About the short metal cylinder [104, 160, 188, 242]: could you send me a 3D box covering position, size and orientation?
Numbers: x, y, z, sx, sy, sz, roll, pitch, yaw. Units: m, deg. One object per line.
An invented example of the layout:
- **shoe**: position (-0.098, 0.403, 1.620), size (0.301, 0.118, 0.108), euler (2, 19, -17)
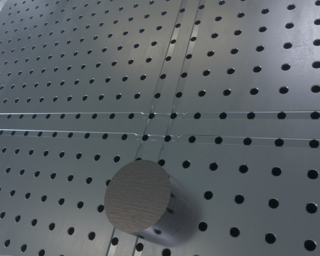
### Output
- **short metal cylinder**: position (-0.015, 0.082, 0.350), size (0.080, 0.050, 0.080), euler (-13, 56, 21)
